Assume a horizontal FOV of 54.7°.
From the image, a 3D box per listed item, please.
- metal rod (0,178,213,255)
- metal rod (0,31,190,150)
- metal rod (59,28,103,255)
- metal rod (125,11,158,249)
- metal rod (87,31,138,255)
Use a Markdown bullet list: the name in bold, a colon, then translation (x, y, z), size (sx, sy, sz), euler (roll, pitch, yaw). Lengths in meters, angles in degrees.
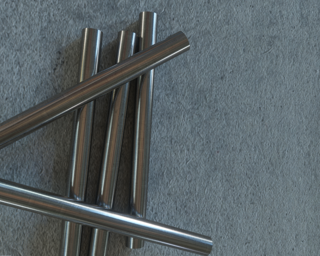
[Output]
- **metal rod**: translation (-0.071, 0.102, 0.355), size (0.302, 0.025, 0.025), euler (22, 83, -19)
- **metal rod**: translation (-0.101, -0.031, 0.347), size (0.301, 0.025, 0.025), euler (-29, 100, -9)
- **metal rod**: translation (-0.096, 0.031, 0.373), size (0.025, 0.025, 0.298), euler (6, 88, -20)
- **metal rod**: translation (-0.024, 0.002, 0.401), size (0.025, 0.025, 0.298), euler (4, 89, -20)
- **metal rod**: translation (-0.060, 0.028, 0.387), size (0.025, 0.025, 0.298), euler (9, 87, -20)
